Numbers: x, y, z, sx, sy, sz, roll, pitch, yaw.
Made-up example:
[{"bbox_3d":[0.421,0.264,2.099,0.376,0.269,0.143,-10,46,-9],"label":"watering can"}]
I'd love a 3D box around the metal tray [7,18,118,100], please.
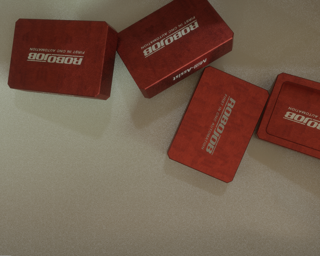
[{"bbox_3d":[-0.123,-0.087,0.390,0.130,0.030,0.089,7,90,16],"label":"metal tray"}]

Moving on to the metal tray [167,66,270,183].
[{"bbox_3d":[0.075,-0.005,0.409,0.090,0.030,0.129,23,90,0],"label":"metal tray"}]

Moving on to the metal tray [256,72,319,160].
[{"bbox_3d":[0.200,-0.008,0.393,0.130,0.030,0.090,20,91,14],"label":"metal tray"}]

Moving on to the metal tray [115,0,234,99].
[{"bbox_3d":[0.015,-0.108,0.394,0.130,0.030,0.090,-31,70,0],"label":"metal tray"}]
